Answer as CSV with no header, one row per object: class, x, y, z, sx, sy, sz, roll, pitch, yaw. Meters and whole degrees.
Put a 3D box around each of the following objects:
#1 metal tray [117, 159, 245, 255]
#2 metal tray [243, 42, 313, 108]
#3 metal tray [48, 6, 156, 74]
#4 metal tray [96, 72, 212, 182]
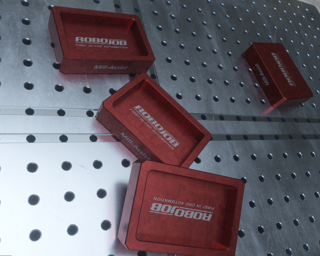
metal tray,0.027,0.091,0.344,0.131,0.030,0.090,15,79,-21
metal tray,0.226,-0.104,0.593,0.091,0.030,0.130,-8,66,-32
metal tray,-0.080,-0.122,0.436,0.131,0.030,0.090,-6,65,-31
metal tray,-0.005,-0.003,0.404,0.130,0.030,0.090,43,51,1
